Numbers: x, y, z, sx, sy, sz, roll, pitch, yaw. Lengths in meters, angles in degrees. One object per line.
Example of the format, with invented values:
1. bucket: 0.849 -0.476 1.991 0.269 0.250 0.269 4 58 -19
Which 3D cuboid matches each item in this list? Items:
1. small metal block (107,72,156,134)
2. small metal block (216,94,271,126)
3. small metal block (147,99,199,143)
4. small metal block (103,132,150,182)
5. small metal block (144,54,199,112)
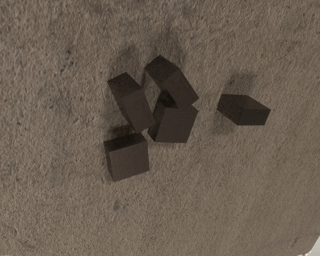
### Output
1. small metal block: -0.033 -0.030 0.356 0.025 0.050 0.050 -29 129 -11
2. small metal block: 0.118 -0.026 0.441 0.050 0.050 0.025 0 119 -29
3. small metal block: 0.017 -0.008 0.413 0.050 0.025 0.050 4 117 -31
4. small metal block: -0.043 0.038 0.408 0.050 0.025 0.050 -16 125 -20
5. small metal block: 0.014 -0.053 0.367 0.025 0.050 0.050 -41 130 0
